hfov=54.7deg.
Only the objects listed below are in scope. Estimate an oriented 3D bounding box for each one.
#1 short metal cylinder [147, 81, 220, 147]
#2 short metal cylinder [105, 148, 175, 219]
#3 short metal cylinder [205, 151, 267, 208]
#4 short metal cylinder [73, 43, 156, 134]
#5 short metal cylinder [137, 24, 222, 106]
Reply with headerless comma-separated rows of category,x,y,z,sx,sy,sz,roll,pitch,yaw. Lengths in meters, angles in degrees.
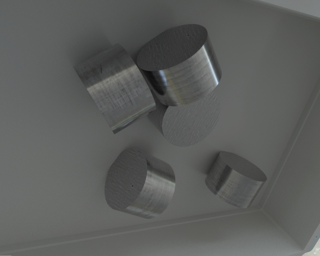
short metal cylinder,0.029,-0.023,0.394,0.081,0.050,0.079,-14,124,-21
short metal cylinder,-0.027,0.072,0.403,0.050,0.080,0.080,30,102,-38
short metal cylinder,0.118,0.080,0.487,0.081,0.080,0.050,13,112,-34
short metal cylinder,-0.047,-0.040,0.323,0.050,0.080,0.080,-31,129,-8
short metal cylinder,0.022,-0.070,0.342,0.080,0.080,0.050,-35,129,-5
